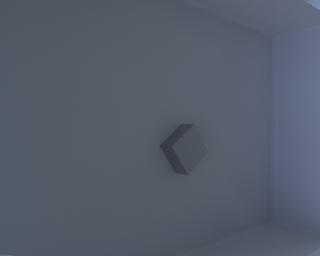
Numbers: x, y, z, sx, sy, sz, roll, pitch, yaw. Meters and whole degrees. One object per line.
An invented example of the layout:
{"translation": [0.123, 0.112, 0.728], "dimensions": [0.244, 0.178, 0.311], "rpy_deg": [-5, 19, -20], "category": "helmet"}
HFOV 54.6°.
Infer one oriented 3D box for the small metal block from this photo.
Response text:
{"translation": [0.035, 0.029, 0.435], "dimensions": [0.050, 0.025, 0.050], "rpy_deg": [-44, 117, -31], "category": "small metal block"}
